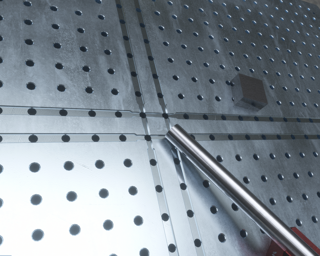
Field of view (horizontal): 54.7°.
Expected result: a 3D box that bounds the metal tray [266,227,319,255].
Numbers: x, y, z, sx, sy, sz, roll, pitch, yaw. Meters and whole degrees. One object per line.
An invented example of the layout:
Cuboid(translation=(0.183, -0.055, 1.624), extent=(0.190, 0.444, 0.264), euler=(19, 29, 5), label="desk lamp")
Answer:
Cuboid(translation=(0.164, 0.199, 0.372), extent=(0.090, 0.030, 0.131), euler=(43, 51, 1), label="metal tray")

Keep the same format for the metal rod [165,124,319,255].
Cuboid(translation=(0.121, 0.104, 0.380), extent=(0.300, 0.025, 0.025), euler=(44, 50, 13), label="metal rod")

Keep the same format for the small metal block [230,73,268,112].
Cuboid(translation=(0.150, -0.060, 0.526), extent=(0.050, 0.025, 0.050), euler=(12, 57, -22), label="small metal block")
